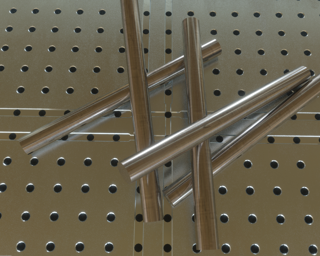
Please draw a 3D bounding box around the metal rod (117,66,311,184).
[{"bbox_3d":[0.084,-0.016,0.375,0.302,0.025,0.025,-27,72,-27],"label":"metal rod"}]

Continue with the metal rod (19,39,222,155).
[{"bbox_3d":[-0.046,-0.048,0.428,0.302,0.025,0.025,-29,73,-11],"label":"metal rod"}]

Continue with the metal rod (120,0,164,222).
[{"bbox_3d":[-0.026,-0.034,0.400,0.025,0.025,0.298,-6,79,-3],"label":"metal rod"}]

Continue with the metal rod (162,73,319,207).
[{"bbox_3d":[0.131,0.003,0.412,0.301,0.025,0.025,-35,74,-12],"label":"metal rod"}]

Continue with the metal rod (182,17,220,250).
[{"bbox_3d":[0.048,-0.008,0.387,0.025,0.025,0.299,-1,70,-1],"label":"metal rod"}]
